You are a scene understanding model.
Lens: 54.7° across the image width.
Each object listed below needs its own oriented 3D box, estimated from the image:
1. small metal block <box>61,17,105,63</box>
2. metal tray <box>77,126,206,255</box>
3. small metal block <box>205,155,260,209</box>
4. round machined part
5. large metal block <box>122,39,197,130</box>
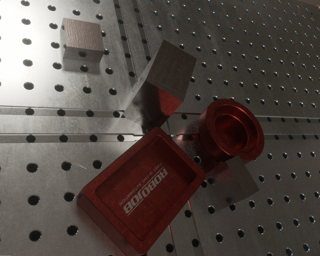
[{"bbox_3d":[-0.107,-0.120,0.424,0.050,0.025,0.050,1,61,-28],"label":"small metal block"},{"bbox_3d":[-0.016,0.067,0.356,0.090,0.030,0.131,46,51,3],"label":"metal tray"},{"bbox_3d":[0.092,0.070,0.401,0.025,0.050,0.050,-17,71,-35],"label":"small metal block"},{"bbox_3d":[0.097,0.009,0.446,0.099,0.042,0.098,14,56,-21],"label":"round machined part"},{"bbox_3d":[-0.001,-0.053,0.406,0.050,0.080,0.080,28,52,-11],"label":"large metal block"}]
